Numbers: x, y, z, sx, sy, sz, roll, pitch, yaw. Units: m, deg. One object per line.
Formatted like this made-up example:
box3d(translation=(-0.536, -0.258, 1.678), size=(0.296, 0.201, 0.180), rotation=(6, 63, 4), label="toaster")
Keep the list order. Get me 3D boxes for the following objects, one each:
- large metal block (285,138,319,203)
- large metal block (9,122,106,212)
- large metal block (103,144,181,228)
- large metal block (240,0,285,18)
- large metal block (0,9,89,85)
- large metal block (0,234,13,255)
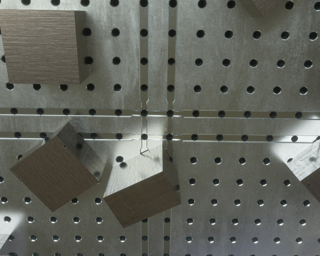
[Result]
box3d(translation=(0.238, 0.062, 0.424), size=(0.080, 0.050, 0.080), rotation=(-41, 105, 13), label="large metal block")
box3d(translation=(-0.134, 0.052, 0.418), size=(0.080, 0.050, 0.080), rotation=(-34, 107, 11), label="large metal block")
box3d(translation=(-0.021, 0.074, 0.411), size=(0.080, 0.080, 0.050), rotation=(-25, 108, 9), label="large metal block")
box3d(translation=(0.115, -0.179, 0.335), size=(0.080, 0.050, 0.080), rotation=(-40, 106, 13), label="large metal block")
box3d(translation=(-0.131, -0.096, 0.364), size=(0.080, 0.050, 0.079), rotation=(1, 110, -1), label="large metal block")
box3d(translation=(-0.278, 0.210, 0.475), size=(0.080, 0.050, 0.079), rotation=(4, 110, -2), label="large metal block")
